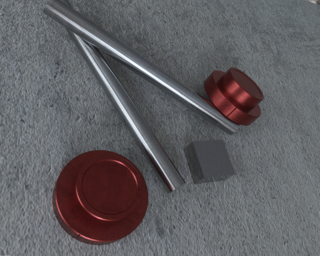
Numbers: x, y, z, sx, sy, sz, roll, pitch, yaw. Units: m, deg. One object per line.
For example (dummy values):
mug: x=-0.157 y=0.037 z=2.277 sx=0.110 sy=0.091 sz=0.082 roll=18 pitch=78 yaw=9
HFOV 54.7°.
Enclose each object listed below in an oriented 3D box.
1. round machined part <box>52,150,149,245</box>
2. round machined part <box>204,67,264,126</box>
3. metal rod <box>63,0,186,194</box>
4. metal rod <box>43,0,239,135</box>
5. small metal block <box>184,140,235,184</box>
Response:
round machined part: x=-0.057 y=0.067 z=0.321 sx=0.099 sy=0.042 sz=0.098 roll=14 pitch=56 yaw=-21
round machined part: x=0.118 y=-0.054 z=0.471 sx=0.098 sy=0.042 sz=0.098 roll=28 pitch=35 yaw=-21
metal rod: x=-0.059 y=-0.050 z=0.402 sx=0.025 sy=0.025 sz=0.299 roll=-24 pitch=75 yaw=-36
metal rod: x=-0.013 y=-0.076 z=0.421 sx=0.301 sy=0.025 sz=0.025 roll=32 pitch=51 yaw=-16
small metal block: x=0.065 y=0.044 z=0.412 sx=0.050 sy=0.025 sz=0.050 roll=-1 pitch=62 yaw=-29
